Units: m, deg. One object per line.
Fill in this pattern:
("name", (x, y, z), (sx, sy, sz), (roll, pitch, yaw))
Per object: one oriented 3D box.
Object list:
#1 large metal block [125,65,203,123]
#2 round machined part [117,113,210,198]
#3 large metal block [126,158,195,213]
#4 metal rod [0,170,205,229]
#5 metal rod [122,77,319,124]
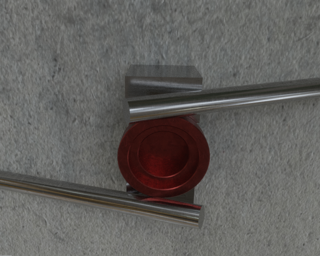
("large metal block", (0.003, -0.043, 0.366), (0.081, 0.080, 0.050), (1, 110, -1))
("round machined part", (0.004, 0.026, 0.349), (0.099, 0.042, 0.097), (0, 110, -1))
("large metal block", (0.000, 0.069, 0.407), (0.081, 0.080, 0.050), (1, 110, -1))
("metal rod", (-0.095, 0.082, 0.381), (0.301, 0.025, 0.025), (5, 112, 22))
("metal rod", (0.108, -0.036, 0.342), (0.303, 0.025, 0.025), (-8, 112, -21))
